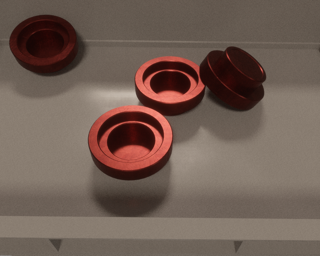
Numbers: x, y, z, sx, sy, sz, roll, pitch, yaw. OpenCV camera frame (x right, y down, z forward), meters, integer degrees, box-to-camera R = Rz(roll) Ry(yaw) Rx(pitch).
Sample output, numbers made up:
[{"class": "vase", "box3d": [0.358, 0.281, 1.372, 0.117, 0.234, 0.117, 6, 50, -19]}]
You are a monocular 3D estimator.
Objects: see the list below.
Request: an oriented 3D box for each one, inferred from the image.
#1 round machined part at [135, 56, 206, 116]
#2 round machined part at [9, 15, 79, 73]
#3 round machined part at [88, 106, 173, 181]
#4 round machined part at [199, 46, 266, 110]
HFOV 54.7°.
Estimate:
[{"class": "round machined part", "box3d": [0.015, -0.055, 0.441, 0.099, 0.042, 0.098, 0, 50, 0]}, {"class": "round machined part", "box3d": [-0.178, -0.126, 0.487, 0.099, 0.042, 0.098, 2, 65, -4]}, {"class": "round machined part", "box3d": [-0.034, 0.022, 0.375, 0.099, 0.042, 0.098, 0, 50, 0]}, {"class": "round machined part", "box3d": [0.108, -0.076, 0.433, 0.099, 0.042, 0.098, 20, 43, -20]}]
